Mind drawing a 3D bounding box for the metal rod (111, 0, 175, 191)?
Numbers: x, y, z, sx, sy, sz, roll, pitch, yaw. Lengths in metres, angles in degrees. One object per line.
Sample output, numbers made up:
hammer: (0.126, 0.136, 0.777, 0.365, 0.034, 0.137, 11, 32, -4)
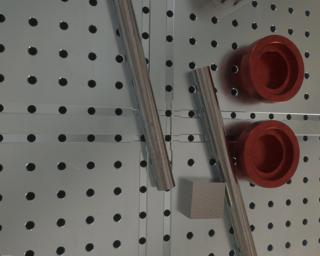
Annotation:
metal rod: (-0.026, -0.065, 0.402, 0.025, 0.025, 0.298, -15, 95, -19)

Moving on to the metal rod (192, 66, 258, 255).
metal rod: (0.096, 0.060, 0.447, 0.025, 0.025, 0.298, -17, 96, -19)

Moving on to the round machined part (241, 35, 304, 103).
round machined part: (0.162, -0.085, 0.463, 0.099, 0.042, 0.097, 0, 90, -20)

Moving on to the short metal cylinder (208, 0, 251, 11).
short metal cylinder: (0.105, -0.214, 0.437, 0.081, 0.050, 0.080, 0, 90, -20)

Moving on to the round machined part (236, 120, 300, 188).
round machined part: (0.154, 0.037, 0.460, 0.099, 0.042, 0.097, 0, 90, -20)

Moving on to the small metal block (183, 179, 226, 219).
small metal block: (0.062, 0.099, 0.435, 0.050, 0.025, 0.050, 5, 88, -20)
